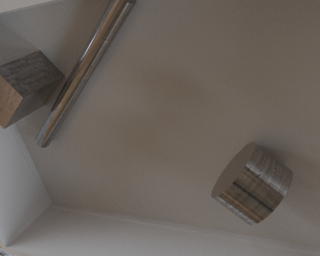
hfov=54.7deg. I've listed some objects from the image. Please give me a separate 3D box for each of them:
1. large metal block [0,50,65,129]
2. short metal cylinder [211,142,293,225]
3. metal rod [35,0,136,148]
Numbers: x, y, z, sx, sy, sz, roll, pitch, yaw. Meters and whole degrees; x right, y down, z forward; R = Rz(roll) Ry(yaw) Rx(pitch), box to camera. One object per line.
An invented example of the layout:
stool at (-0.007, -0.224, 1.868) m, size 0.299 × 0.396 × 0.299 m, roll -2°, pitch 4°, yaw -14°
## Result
large metal block at (-0.196, -0.055, 0.440) m, size 0.050 × 0.080 × 0.080 m, roll 47°, pitch 129°, yaw -5°
short metal cylinder at (0.104, 0.063, 0.357) m, size 0.050 × 0.080 × 0.080 m, roll 37°, pitch 129°, yaw 3°
metal rod at (-0.118, -0.061, 0.431) m, size 0.025 × 0.025 × 0.298 m, roll 43°, pitch 129°, yaw -2°
